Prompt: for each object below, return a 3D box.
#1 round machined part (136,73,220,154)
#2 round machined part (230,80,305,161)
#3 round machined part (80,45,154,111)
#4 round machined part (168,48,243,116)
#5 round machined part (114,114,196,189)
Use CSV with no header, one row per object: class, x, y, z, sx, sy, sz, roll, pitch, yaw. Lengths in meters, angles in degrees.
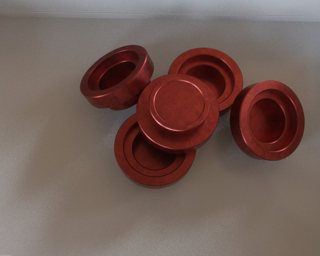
round machined part,0.021,-0.022,0.364,0.099,0.042,0.098,0,70,-1
round machined part,0.130,-0.008,0.392,0.099,0.042,0.097,1,87,-21
round machined part,-0.051,-0.061,0.407,0.098,0.042,0.098,-18,43,18
round machined part,0.059,-0.057,0.422,0.099,0.042,0.098,0,70,-1
round machined part,-0.006,0.028,0.390,0.099,0.042,0.098,0,70,-1
